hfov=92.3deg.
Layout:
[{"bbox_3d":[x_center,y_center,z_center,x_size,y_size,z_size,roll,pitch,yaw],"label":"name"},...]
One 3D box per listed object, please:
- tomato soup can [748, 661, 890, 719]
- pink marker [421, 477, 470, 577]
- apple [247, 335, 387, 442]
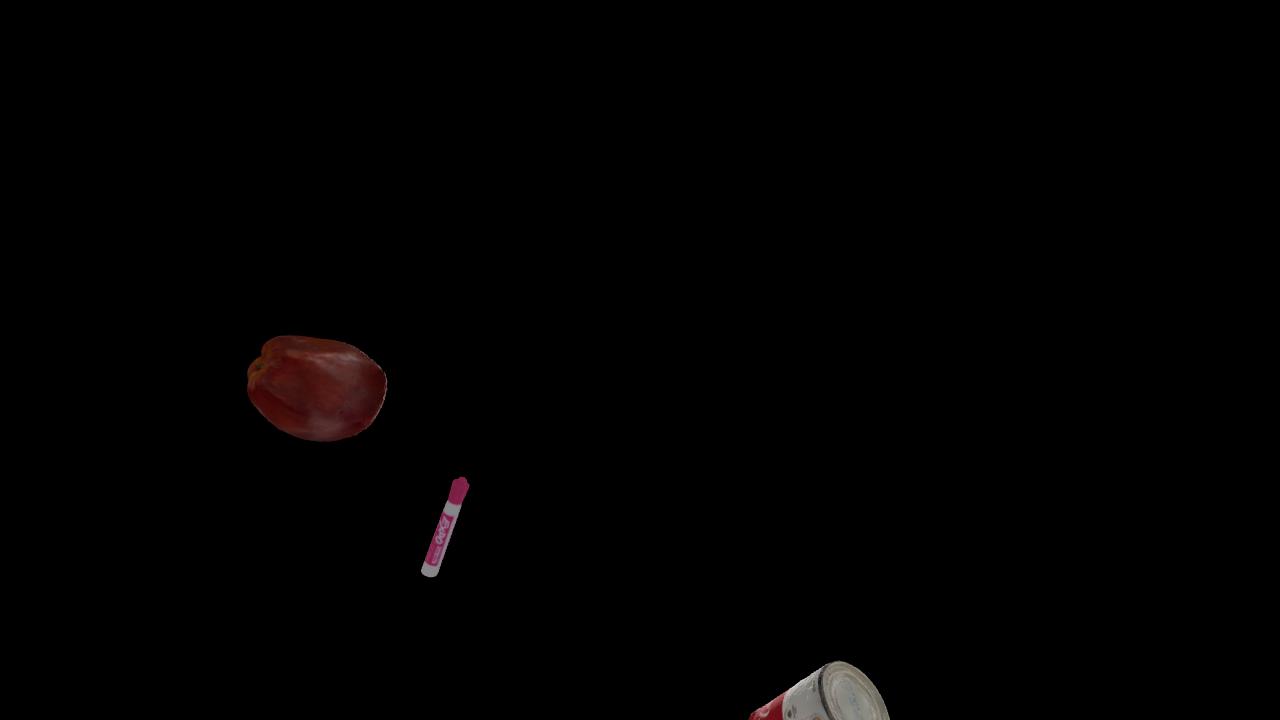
[{"bbox_3d":[0.143,0.299,0.501,0.068,0.068,0.101,0,-44,-42],"label":"tomato soup can"},{"bbox_3d":[-0.214,0.183,0.677,0.020,0.121,0.020,21,11,-4],"label":"pink marker"},{"bbox_3d":[-0.240,0.022,0.463,0.079,0.079,0.093,0,-19,40],"label":"apple"}]
